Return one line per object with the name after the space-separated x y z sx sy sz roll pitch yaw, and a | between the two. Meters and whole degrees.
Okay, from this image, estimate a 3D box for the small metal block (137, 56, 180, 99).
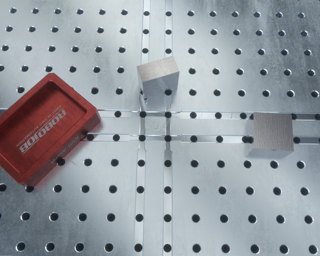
-0.003 -0.068 0.423 0.050 0.050 0.025 -18 71 -7 | small metal block

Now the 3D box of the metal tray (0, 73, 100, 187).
-0.156 0.000 0.406 0.090 0.030 0.130 39 74 12 | metal tray

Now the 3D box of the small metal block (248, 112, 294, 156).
0.146 0.008 0.411 0.050 0.025 0.050 5 70 1 | small metal block
